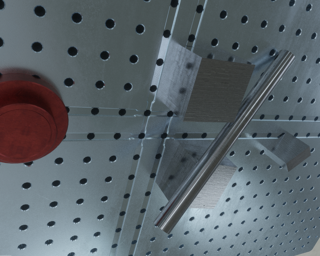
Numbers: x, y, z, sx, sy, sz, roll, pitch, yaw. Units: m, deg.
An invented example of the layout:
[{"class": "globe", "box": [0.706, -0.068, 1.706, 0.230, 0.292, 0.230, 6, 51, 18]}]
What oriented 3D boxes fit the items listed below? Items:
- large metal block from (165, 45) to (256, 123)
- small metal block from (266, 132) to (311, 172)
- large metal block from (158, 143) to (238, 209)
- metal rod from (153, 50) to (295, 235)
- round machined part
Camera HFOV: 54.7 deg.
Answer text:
[{"class": "large metal block", "box": [0.062, -0.054, 0.395, 0.081, 0.050, 0.079, 0, 118, -29]}, {"class": "small metal block", "box": [0.224, 0.041, 0.543, 0.050, 0.050, 0.025, -35, 129, -6]}, {"class": "large metal block", "box": [0.057, 0.075, 0.472, 0.081, 0.050, 0.079, 12, 113, -33]}, {"class": "metal rod", "box": [0.093, 0.011, 0.421, 0.300, 0.025, 0.025, -52, 130, -11]}, {"class": "round machined part", "box": [-0.145, -0.003, 0.319, 0.099, 0.042, 0.097, -14, 124, -21]}]
